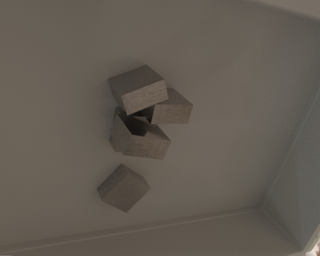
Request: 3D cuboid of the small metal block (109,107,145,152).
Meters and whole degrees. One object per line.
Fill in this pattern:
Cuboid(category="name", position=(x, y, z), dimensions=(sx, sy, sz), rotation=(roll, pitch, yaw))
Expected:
Cuboid(category="small metal block", position=(-0.033, 0.002, 0.392), dimensions=(0.050, 0.025, 0.050), rotation=(0, 118, -29))

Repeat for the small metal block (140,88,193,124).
Cuboid(category="small metal block", position=(0.004, -0.028, 0.377), dimensions=(0.050, 0.050, 0.025), rotation=(-1, 120, -28))

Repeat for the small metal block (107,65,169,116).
Cuboid(category="small metal block", position=(-0.026, -0.045, 0.351), dimensions=(0.050, 0.050, 0.025), rotation=(-23, 127, -14))

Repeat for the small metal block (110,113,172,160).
Cuboid(category="small metal block", position=(-0.023, 0.010, 0.353), dimensions=(0.050, 0.050, 0.025), rotation=(11, 113, -33))

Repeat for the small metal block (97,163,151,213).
Cuboid(category="small metal block", position=(-0.050, 0.085, 0.434), dimensions=(0.050, 0.025, 0.050), rotation=(-46, 129, 4))
